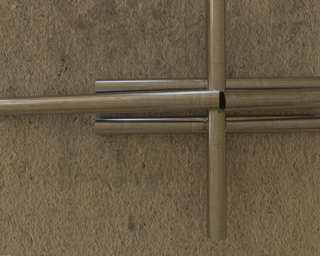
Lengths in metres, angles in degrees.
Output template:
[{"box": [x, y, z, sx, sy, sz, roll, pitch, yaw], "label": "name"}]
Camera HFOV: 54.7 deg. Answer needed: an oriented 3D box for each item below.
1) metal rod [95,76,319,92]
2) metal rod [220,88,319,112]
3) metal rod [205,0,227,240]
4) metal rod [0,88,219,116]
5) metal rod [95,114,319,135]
[{"box": [0.068, -0.055, 0.411, 0.302, 0.025, 0.025, -1, 90, -1], "label": "metal rod"}, {"box": [0.220, -0.038, 0.389, 0.302, 0.025, 0.025, -3, 90, -11], "label": "metal rod"}, {"box": [0.070, -0.013, 0.387, 0.025, 0.025, 0.298, 0, 90, -1], "label": "metal rod"}, {"box": [-0.080, -0.031, 0.385, 0.302, 0.025, 0.025, -1, 90, 9], "label": "metal rod"}, {"box": [0.068, -0.005, 0.411, 0.302, 0.025, 0.025, -1, 90, -1], "label": "metal rod"}]
